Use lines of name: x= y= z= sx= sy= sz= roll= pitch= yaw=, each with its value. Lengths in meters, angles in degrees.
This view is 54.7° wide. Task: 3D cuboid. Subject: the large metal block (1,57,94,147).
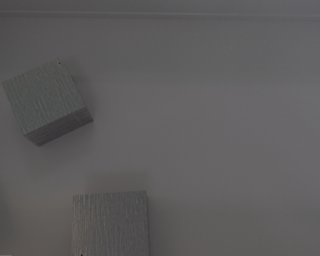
large metal block: x=-0.145 y=-0.033 z=0.407 sx=0.080 sy=0.050 sz=0.080 roll=-27 pitch=72 yaw=-9

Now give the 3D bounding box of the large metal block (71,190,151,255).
large metal block: x=-0.053 y=0.118 z=0.353 sx=0.081 sy=0.050 sz=0.080 roll=-4 pitch=70 yaw=-2
